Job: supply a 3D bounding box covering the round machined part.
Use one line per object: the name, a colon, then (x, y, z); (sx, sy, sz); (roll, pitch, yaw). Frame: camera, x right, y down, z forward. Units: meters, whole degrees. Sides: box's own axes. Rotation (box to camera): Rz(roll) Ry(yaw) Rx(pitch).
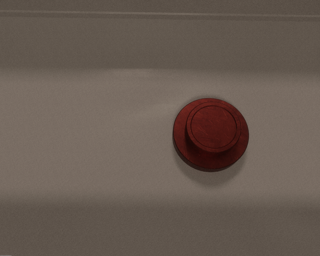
round machined part: (0.066, 0.005, 0.400); (0.099, 0.042, 0.098); (0, 70, -1)
